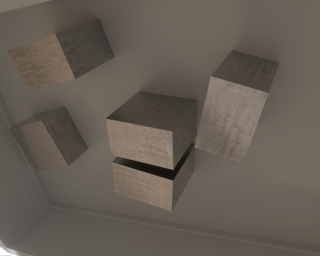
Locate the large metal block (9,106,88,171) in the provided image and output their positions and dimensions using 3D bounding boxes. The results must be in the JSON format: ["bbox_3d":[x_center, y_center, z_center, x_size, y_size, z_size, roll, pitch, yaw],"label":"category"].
[{"bbox_3d":[-0.176,0.018,0.494,0.080,0.050,0.080,-11,113,32],"label":"large metal block"}]

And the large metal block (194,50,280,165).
[{"bbox_3d":[0.079,-0.024,0.316,0.050,0.080,0.079,20,126,16],"label":"large metal block"}]

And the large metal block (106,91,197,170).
[{"bbox_3d":[-0.006,-0.001,0.375,0.080,0.080,0.050,11,123,22],"label":"large metal block"}]

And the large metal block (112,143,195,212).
[{"bbox_3d":[-0.006,0.052,0.407,0.080,0.080,0.050,14,124,20],"label":"large metal block"}]

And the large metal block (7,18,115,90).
[{"bbox_3d":[-0.117,-0.090,0.377,0.080,0.080,0.050,-6,116,30],"label":"large metal block"}]
